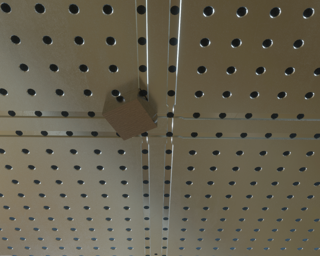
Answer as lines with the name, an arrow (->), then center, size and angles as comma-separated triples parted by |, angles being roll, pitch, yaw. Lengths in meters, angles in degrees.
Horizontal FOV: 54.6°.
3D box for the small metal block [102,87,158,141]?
small metal block -> -0.037, -0.017, 0.397 | 0.050, 0.025, 0.050 | -22, 127, 18
